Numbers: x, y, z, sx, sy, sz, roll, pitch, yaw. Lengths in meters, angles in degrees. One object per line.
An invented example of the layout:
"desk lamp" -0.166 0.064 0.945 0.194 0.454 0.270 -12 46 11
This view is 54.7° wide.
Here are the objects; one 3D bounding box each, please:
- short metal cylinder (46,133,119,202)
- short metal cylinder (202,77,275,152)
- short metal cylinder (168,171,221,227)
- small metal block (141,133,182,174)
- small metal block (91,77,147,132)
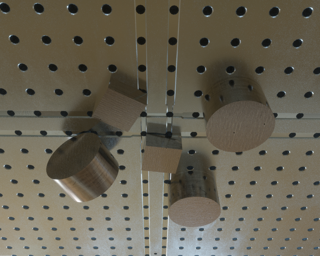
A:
"short metal cylinder" -0.103 0.052 0.419 0.080 0.080 0.050 -18 128 15
"short metal cylinder" 0.094 -0.016 0.382 0.081 0.050 0.079 0 130 0
"short metal cylinder" 0.053 0.113 0.492 0.081 0.050 0.079 0 130 0
"small metal block" 0.002 0.037 0.443 0.050 0.025 0.050 7 130 -6
"small metal block" -0.050 -0.028 0.387 0.050 0.025 0.050 24 126 -19
